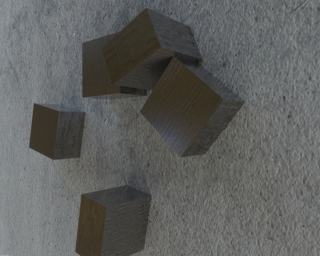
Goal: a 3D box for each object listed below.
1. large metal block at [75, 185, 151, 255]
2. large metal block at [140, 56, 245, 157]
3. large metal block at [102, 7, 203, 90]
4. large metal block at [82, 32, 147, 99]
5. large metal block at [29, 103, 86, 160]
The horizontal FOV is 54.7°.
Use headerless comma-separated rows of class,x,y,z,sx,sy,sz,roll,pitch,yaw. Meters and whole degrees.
large metal block,-0.062,0.129,0.421,0.050,0.081,0.079,13,99,39
large metal block,0.035,-0.024,0.360,0.080,0.050,0.080,48,118,29
large metal block,-0.009,-0.089,0.377,0.080,0.081,0.050,-30,71,36
large metal block,-0.066,-0.084,0.443,0.080,0.050,0.080,-1,90,40
large metal block,-0.179,0.004,0.537,0.080,0.050,0.079,16,100,39
